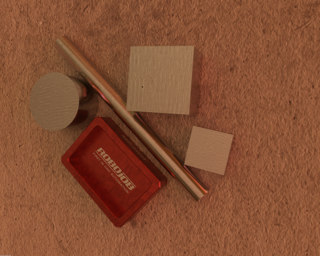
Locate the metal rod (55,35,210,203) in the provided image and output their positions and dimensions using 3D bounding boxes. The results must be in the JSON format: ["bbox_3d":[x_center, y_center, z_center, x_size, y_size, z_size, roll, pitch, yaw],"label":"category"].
[{"bbox_3d":[-0.046,-0.021,0.425,0.025,0.025,0.300,-46,76,14],"label":"metal rod"}]

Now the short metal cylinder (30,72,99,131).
[{"bbox_3d":[-0.136,-0.036,0.443,0.080,0.050,0.079,0,90,19],"label":"short metal cylinder"}]

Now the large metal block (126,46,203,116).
[{"bbox_3d":[0.007,-0.058,0.394,0.080,0.050,0.079,5,92,19],"label":"large metal block"}]

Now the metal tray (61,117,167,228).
[{"bbox_3d":[-0.065,0.058,0.429,0.130,0.030,0.090,46,104,14],"label":"metal tray"}]

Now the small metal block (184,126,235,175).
[{"bbox_3d":[0.063,0.027,0.388,0.050,0.025,0.050,14,95,19],"label":"small metal block"}]
